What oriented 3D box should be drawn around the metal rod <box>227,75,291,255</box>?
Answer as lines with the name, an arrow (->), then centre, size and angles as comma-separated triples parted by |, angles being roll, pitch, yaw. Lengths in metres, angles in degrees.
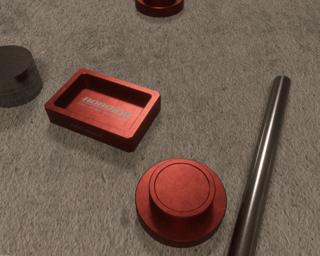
metal rod -> 0.125, 0.037, 0.373 | 0.025, 0.025, 0.301 | 18, 52, 14

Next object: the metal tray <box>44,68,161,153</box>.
metal tray -> -0.075, -0.028, 0.422 | 0.130, 0.030, 0.090 | 20, 53, 15

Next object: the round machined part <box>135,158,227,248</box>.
round machined part -> 0.022, 0.072, 0.332 | 0.099, 0.042, 0.098 | 0, 50, 0

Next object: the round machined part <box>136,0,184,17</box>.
round machined part -> -0.001, -0.264, 0.614 | 0.099, 0.042, 0.098 | 0, 50, 0

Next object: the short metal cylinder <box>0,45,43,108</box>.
short metal cylinder -> -0.218, -0.075, 0.447 | 0.081, 0.050, 0.080 | 0, 50, 0
